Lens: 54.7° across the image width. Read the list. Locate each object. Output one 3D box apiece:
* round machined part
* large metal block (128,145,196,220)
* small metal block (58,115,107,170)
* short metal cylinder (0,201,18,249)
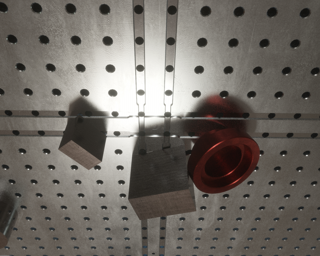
[{"bbox_3d":[0.082,0.040,0.423,0.099,0.042,0.097,-12,128,-16],"label":"round machined part"},{"bbox_3d":[0.004,0.077,0.441,0.080,0.080,0.050,-12,129,9],"label":"large metal block"},{"bbox_3d":[-0.101,0.019,0.410,0.025,0.050,0.050,-32,123,24],"label":"small metal block"},{"bbox_3d":[-0.295,0.167,0.533,0.081,0.050,0.079,0,130,0],"label":"short metal cylinder"}]
